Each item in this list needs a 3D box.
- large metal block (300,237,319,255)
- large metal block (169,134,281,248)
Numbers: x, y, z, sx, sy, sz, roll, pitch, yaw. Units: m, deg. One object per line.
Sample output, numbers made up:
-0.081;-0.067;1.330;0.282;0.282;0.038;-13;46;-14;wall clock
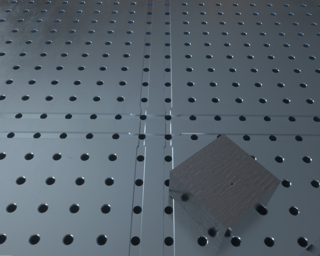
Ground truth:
0.159;0.138;0.258;0.080;0.080;0.050;33;57;24;large metal block
0.067;0.065;0.337;0.081;0.050;0.080;-32;57;-24;large metal block
